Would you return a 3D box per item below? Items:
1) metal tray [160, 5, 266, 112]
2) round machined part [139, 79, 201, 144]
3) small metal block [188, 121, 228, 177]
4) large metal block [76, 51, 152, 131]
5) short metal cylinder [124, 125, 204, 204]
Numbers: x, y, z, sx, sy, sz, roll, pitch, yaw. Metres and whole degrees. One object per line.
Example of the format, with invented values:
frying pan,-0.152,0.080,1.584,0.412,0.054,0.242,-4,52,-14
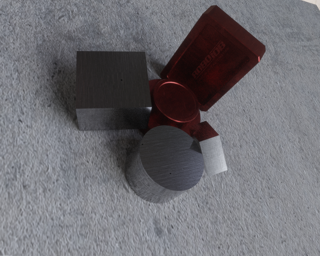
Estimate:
metal tray,0.067,-0.090,0.429,0.090,0.129,0.030,39,51,-2
round machined part,0.013,-0.028,0.421,0.099,0.042,0.098,14,56,-21
small metal block,0.060,0.025,0.394,0.025,0.050,0.050,-19,113,-3
large metal block,-0.057,-0.044,0.371,0.081,0.050,0.080,-2,62,-10
short metal cylinder,0.004,0.044,0.367,0.081,0.050,0.080,14,56,-21
